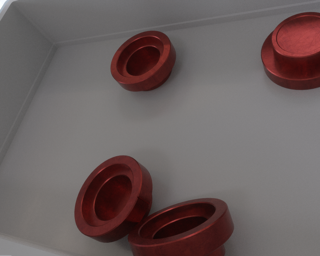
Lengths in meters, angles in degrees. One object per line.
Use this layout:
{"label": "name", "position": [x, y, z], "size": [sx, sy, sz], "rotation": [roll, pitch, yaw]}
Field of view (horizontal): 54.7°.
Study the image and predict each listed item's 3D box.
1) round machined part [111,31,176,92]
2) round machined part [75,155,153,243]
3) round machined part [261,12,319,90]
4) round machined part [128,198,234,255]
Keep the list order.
{"label": "round machined part", "position": [-0.021, -0.095, 0.464], "size": [0.098, 0.042, 0.098], "rotation": [-13, 56, 21]}
{"label": "round machined part", "position": [-0.048, 0.084, 0.360], "size": [0.098, 0.042, 0.098], "rotation": [-24, 43, 25]}
{"label": "round machined part", "position": [0.170, -0.097, 0.365], "size": [0.098, 0.042, 0.098], "rotation": [-13, 56, 21]}
{"label": "round machined part", "position": [0.023, 0.106, 0.294], "size": [0.098, 0.098, 0.042], "rotation": [-18, 92, 18]}
